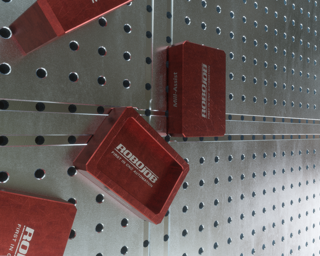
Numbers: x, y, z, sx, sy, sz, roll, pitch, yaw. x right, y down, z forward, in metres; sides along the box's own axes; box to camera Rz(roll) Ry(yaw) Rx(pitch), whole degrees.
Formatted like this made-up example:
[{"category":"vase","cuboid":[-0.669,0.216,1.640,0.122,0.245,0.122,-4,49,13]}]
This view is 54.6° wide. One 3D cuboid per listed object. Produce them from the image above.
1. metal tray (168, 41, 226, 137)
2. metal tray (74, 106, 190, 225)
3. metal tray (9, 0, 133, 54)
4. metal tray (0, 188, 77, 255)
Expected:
[{"category":"metal tray","cuboid":[0.056,-0.052,0.451,0.091,0.030,0.129,0,90,-40]},{"category":"metal tray","cuboid":[-0.028,0.047,0.381,0.130,0.030,0.090,46,63,-30]},{"category":"metal tray","cuboid":[-0.071,-0.121,0.305,0.131,0.090,0.030,-41,115,-32]},{"category":"metal tray","cuboid":[-0.142,0.126,0.287,0.090,0.030,0.130,24,75,-37]}]
